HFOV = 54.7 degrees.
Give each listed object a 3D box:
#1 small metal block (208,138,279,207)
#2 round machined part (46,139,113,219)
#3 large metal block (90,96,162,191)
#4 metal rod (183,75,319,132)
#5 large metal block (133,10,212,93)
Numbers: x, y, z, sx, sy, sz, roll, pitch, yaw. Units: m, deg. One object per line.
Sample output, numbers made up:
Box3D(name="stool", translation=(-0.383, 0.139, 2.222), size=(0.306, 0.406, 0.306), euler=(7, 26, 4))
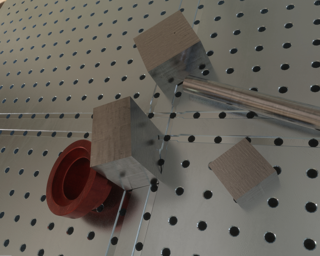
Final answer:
Box3D(name="small metal block", translation=(0.089, 0.047, 0.333), size=(0.050, 0.025, 0.050), euler=(-37, 51, 3))
Box3D(name="round machined part", translation=(-0.098, 0.067, 0.398), size=(0.098, 0.042, 0.098), euler=(-21, 53, 32))
Box3D(name="large metal block", translation=(-0.039, 0.021, 0.380), size=(0.050, 0.080, 0.080), euler=(-17, 55, 17))
Box3D(name="metal rod", translation=(0.152, -0.015, 0.337), size=(0.300, 0.025, 0.025), euler=(22, 73, 36))
Box3D(name="large metal block", translation=(0.017, -0.112, 0.452), size=(0.080, 0.050, 0.080), euler=(-29, 52, 9))
